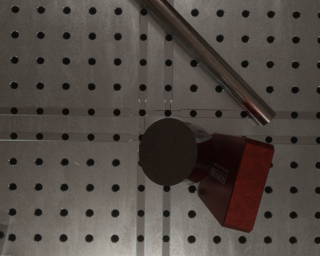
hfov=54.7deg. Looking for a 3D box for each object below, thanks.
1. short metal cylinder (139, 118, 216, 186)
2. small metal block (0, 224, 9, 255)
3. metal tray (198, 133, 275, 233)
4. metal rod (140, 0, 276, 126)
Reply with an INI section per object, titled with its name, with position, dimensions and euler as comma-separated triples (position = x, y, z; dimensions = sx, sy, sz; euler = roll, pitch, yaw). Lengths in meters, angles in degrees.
[short metal cylinder]
position = 0.021, 0.031, 0.383
dimensions = 0.080, 0.050, 0.080
euler = -5, 80, 32
[small metal block]
position = -0.238, 0.152, 0.410
dimensions = 0.050, 0.025, 0.050
euler = 14, 90, -1
[metal tray]
position = 0.081, 0.055, 0.361
dimensions = 0.030, 0.130, 0.090
euler = 16, 90, -4
[metal rod]
position = 0.041, -0.119, 0.413
dimensions = 0.025, 0.025, 0.300
euler = -44, 91, 0
